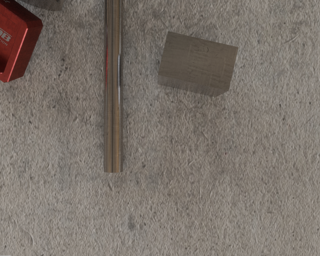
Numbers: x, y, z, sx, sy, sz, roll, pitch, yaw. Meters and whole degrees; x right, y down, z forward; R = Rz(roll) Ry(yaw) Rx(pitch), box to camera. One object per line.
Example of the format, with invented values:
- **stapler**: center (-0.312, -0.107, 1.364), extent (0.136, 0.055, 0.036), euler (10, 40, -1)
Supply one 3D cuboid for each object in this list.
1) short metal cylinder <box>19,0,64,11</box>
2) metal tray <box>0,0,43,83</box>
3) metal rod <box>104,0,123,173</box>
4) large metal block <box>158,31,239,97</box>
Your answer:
- **short metal cylinder**: center (-0.154, -0.186, 0.380), extent (0.080, 0.080, 0.050), euler (16, 90, -1)
- **metal tray**: center (-0.220, -0.130, 0.384), extent (0.130, 0.030, 0.089), euler (36, 120, -1)
- **metal rod**: center (-0.061, -0.092, 0.409), extent (0.025, 0.025, 0.298), euler (0, 90, -1)
- **large metal block**: center (0.042, -0.075, 0.383), extent (0.080, 0.080, 0.050), euler (13, 90, -1)
